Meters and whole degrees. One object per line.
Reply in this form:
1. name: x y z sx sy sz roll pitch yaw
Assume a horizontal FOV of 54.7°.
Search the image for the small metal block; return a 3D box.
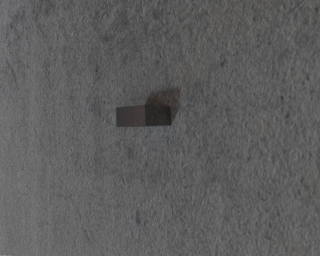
1. small metal block: -0.021 -0.015 0.404 0.050 0.050 0.025 -2 89 39
